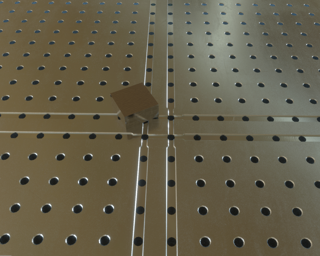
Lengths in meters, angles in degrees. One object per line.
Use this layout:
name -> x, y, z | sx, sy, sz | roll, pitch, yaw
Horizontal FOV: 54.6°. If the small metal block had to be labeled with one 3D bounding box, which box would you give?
small metal block -> -0.036, -0.032, 0.435 | 0.050, 0.025, 0.050 | -22, 54, -18
